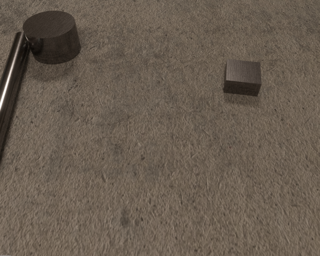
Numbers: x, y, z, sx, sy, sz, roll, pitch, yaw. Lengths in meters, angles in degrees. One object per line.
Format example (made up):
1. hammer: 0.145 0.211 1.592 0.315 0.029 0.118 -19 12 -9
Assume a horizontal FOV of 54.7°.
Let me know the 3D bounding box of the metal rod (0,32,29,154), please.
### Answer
1. metal rod: -0.217 -0.039 0.433 0.025 0.025 0.300 -5 50 -4

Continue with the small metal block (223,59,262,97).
1. small metal block: 0.124 -0.077 0.469 0.050 0.025 0.050 8 50 6

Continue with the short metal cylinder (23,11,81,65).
1. short metal cylinder: -0.176 -0.150 0.511 0.081 0.050 0.080 0 50 0
